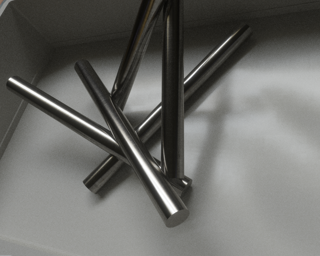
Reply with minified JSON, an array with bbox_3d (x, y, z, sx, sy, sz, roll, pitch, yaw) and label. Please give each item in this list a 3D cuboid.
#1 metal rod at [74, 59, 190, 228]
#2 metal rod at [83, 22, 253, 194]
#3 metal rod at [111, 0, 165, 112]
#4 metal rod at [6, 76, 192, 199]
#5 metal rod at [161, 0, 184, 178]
[{"bbox_3d":[-0.052,-0.006,0.381,0.025,0.025,0.300,-39,48,2],"label":"metal rod"},{"bbox_3d":[0.013,-0.029,0.415,0.300,0.025,0.025,-46,51,-4],"label":"metal rod"},{"bbox_3d":[-0.017,-0.127,0.369,0.025,0.025,0.298,61,138,38],"label":"metal rod"},{"bbox_3d":[-0.093,0.002,0.403,0.300,0.025,0.025,29,77,21],"label":"metal rod"},{"bbox_3d":[0.015,-0.093,0.357,0.025,0.025,0.298,-4,79,26],"label":"metal rod"}]
